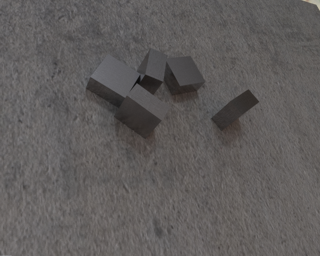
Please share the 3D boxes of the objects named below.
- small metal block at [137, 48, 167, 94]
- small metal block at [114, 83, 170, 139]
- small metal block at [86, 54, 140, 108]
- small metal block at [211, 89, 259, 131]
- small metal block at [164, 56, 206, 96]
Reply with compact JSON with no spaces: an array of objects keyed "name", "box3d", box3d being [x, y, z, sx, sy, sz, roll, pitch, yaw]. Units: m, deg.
[{"name":"small metal block","box3d":[-0.015,-0.072,0.425,0.025,0.050,0.050,20,54,-17]},{"name":"small metal block","box3d":[-0.024,-0.020,0.389,0.050,0.050,0.025,36,51,-5]},{"name":"small metal block","box3d":[-0.061,-0.062,0.410,0.050,0.025,0.050,31,52,-8]},{"name":"small metal block","box3d":[0.113,-0.027,0.468,0.050,0.050,0.025,-31,80,-38]},{"name":"small metal block","box3d":[0.033,-0.081,0.473,0.050,0.025,0.050,-14,69,-34]}]
